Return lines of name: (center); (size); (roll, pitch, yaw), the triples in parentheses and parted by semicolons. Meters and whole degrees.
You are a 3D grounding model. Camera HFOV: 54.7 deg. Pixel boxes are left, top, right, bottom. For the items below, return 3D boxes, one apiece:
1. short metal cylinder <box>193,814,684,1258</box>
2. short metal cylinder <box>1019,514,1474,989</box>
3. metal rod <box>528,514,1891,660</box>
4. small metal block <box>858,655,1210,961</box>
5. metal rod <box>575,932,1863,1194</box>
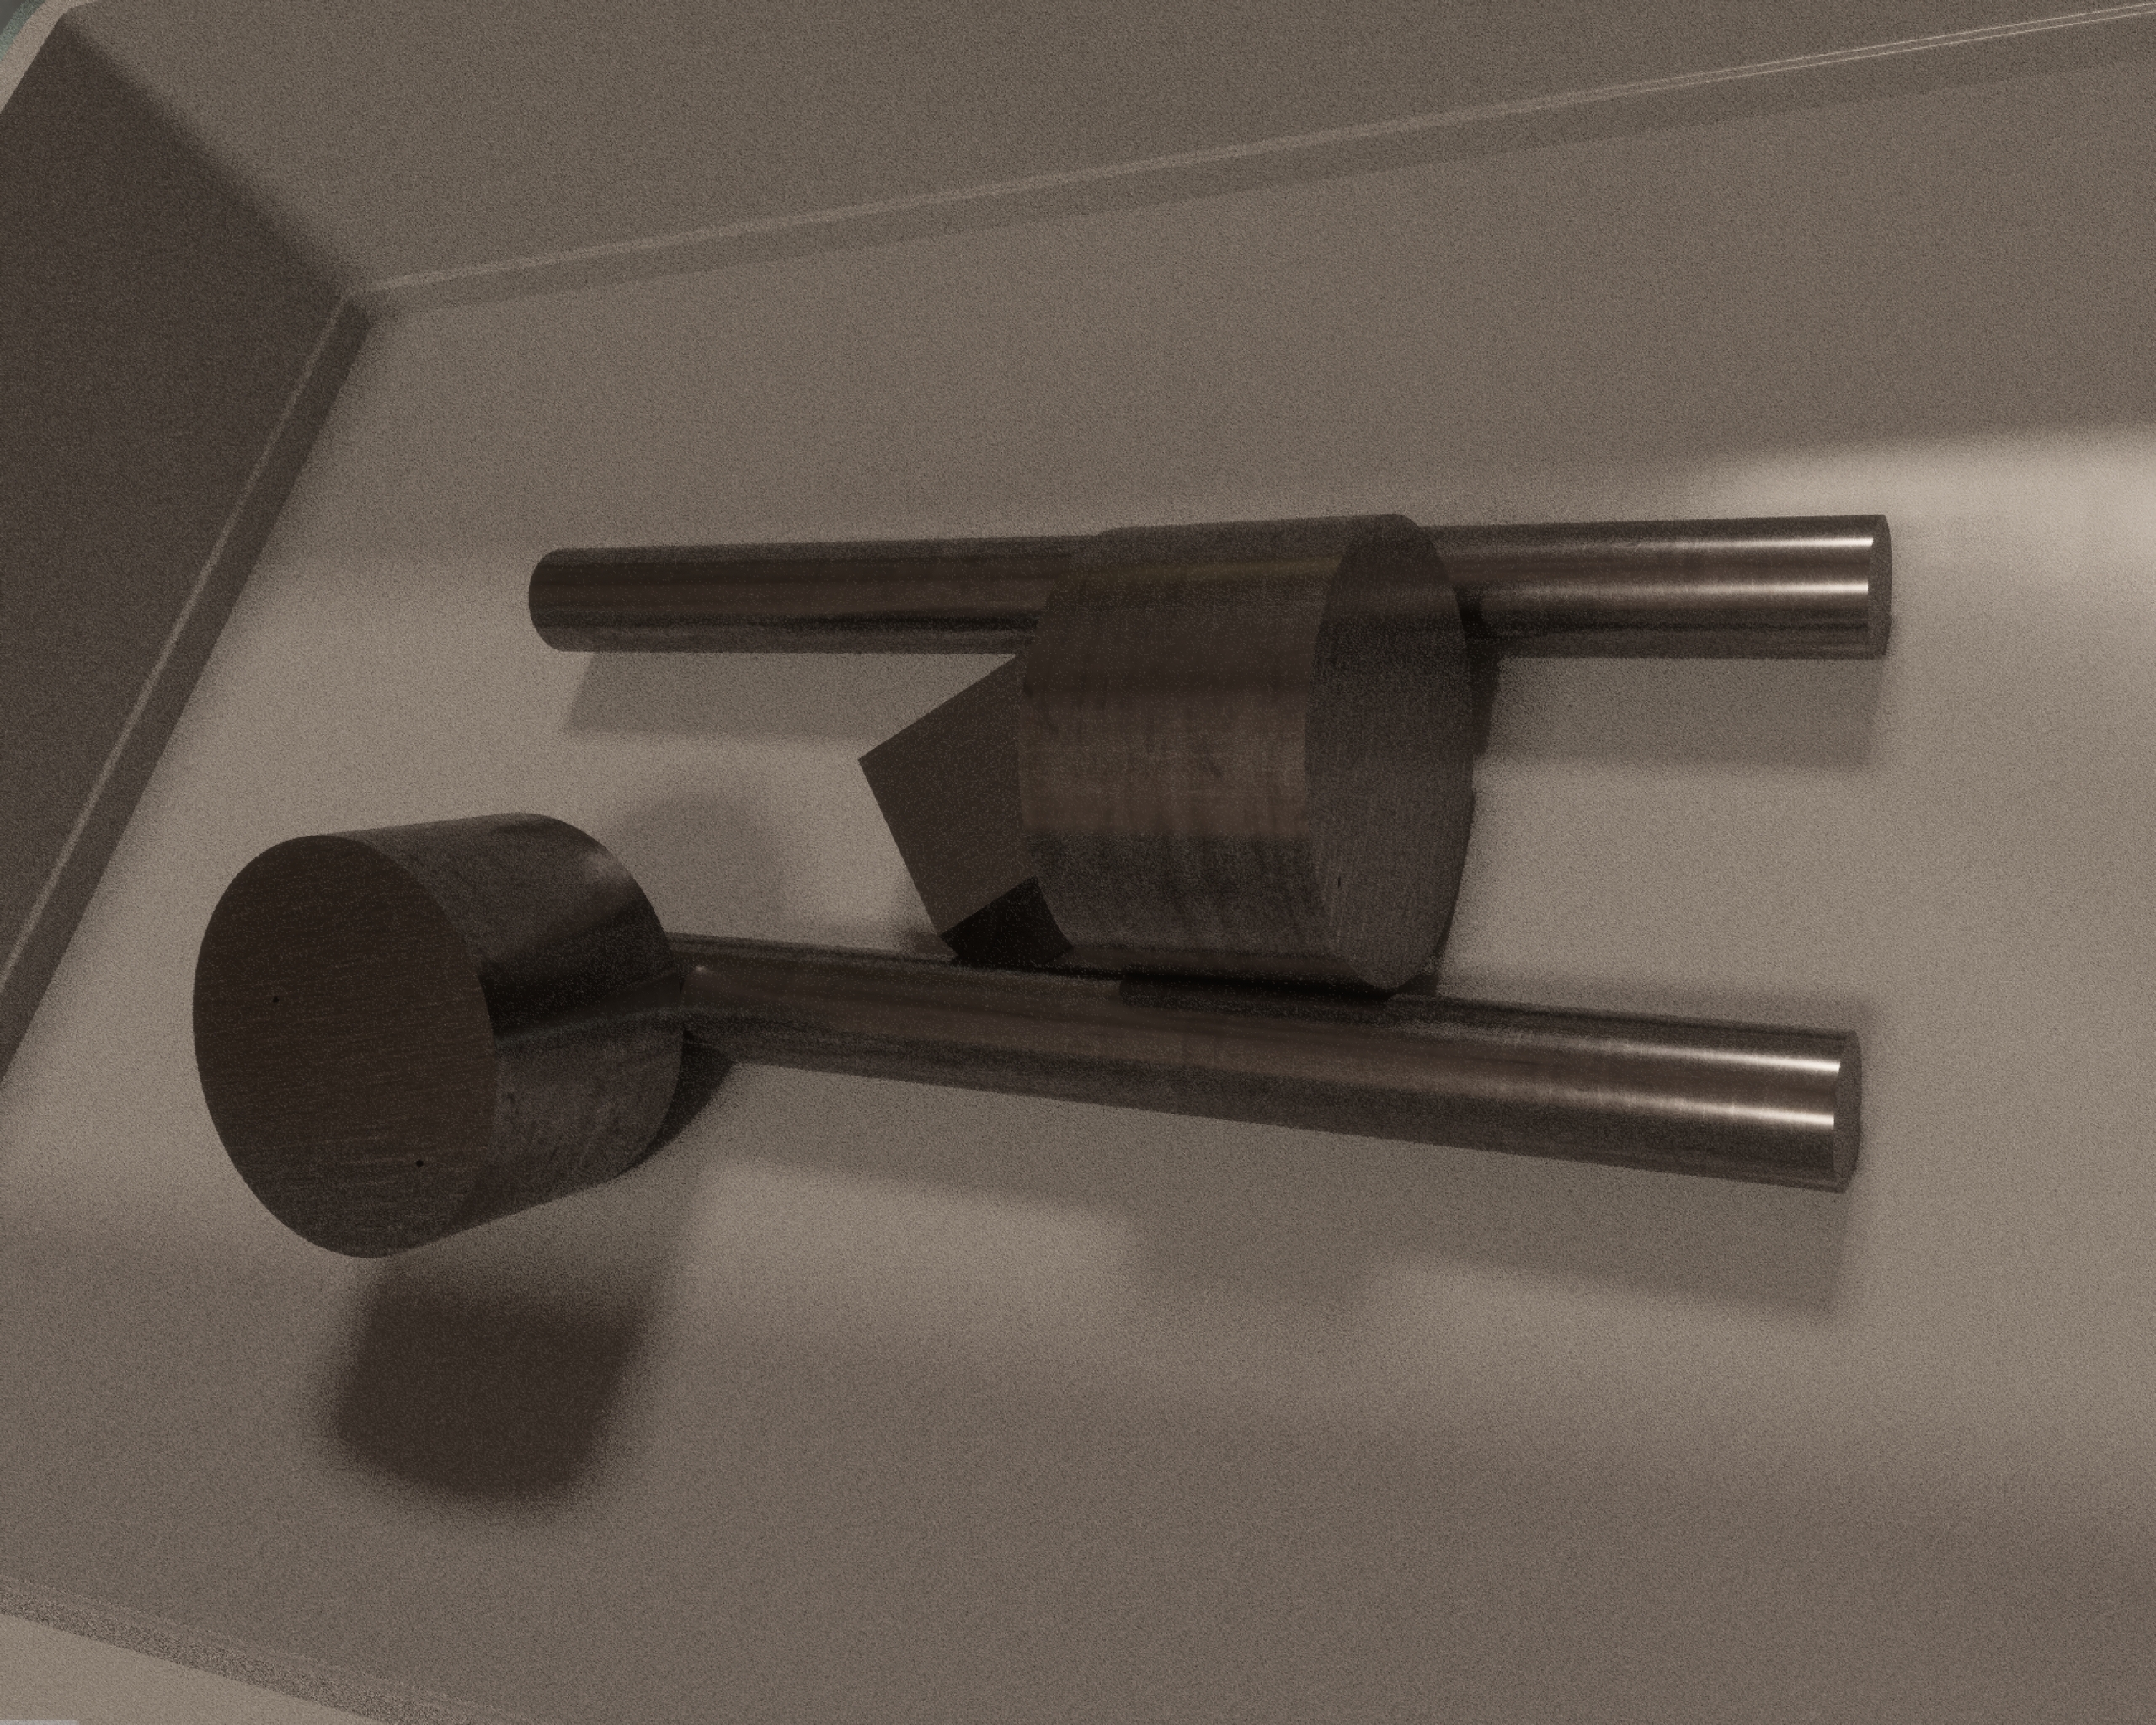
short metal cylinder: (-0.125, 0.032, 0.410); (0.080, 0.050, 0.079); (4, 98, 29)
short metal cylinder: (0.032, -0.019, 0.363); (0.050, 0.080, 0.080); (2, 63, 29)
metal rod: (0.007, -0.055, 0.432); (0.300, 0.025, 0.025); (3, 64, 29)
small metal block: (-0.009, -0.011, 0.414); (0.050, 0.025, 0.050); (-33, 52, 6)
metal rod: (-0.014, 0.031, 0.390); (0.300, 0.025, 0.025); (3, 63, 29)
